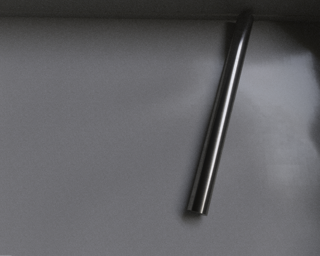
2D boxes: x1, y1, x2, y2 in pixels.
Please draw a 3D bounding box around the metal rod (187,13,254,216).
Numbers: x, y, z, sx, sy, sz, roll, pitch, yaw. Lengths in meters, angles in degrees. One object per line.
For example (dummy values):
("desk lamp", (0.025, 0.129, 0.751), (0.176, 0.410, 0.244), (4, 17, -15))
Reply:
("metal rod", (0.088, -0.032, 0.422), (0.025, 0.025, 0.299), (16, 71, 5))
